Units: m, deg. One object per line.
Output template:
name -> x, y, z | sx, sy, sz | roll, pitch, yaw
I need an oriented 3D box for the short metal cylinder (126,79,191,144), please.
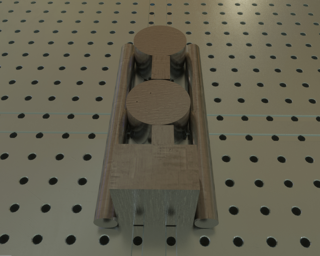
short metal cylinder -> -0.002, -0.018, 0.406 | 0.080, 0.050, 0.080 | 0, 50, 0

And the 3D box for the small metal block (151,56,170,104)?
small metal block -> 0.001, -0.069, 0.447 | 0.025, 0.050, 0.050 | 1, 50, 1

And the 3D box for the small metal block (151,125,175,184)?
small metal block -> 0.003, 0.032, 0.364 | 0.025, 0.050, 0.050 | 0, 50, 0

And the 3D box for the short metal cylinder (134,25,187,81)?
short metal cylinder -> 0.000, -0.118, 0.490 | 0.080, 0.050, 0.080 | 0, 50, 0

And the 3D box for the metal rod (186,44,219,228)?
metal rod -> 0.051, -0.015, 0.419 | 0.025, 0.025, 0.300 | 1, 50, 1

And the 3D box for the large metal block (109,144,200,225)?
large metal block -> -0.004, 0.061, 0.321 | 0.080, 0.080, 0.050 | 1, 50, 0

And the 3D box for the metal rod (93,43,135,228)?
metal rod -> -0.054, -0.016, 0.419 | 0.025, 0.025, 0.300 | 1, 50, 1
